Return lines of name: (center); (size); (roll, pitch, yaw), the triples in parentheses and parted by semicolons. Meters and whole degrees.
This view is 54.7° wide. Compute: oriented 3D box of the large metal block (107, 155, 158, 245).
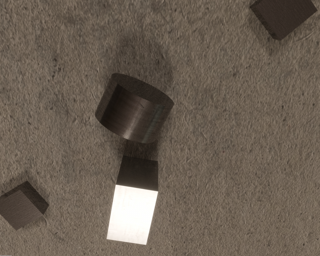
large metal block: (-0.035, 0.093, 0.414); (0.050, 0.080, 0.079); (10, 110, -4)

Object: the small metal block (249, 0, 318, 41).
small metal block: (0.143, -0.139, 0.361); (0.050, 0.025, 0.050); (-40, 106, 13)

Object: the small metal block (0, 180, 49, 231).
small metal block: (-0.200, 0.112, 0.448); (0.050, 0.025, 0.050); (-30, 108, 10)

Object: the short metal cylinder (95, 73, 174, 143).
short metal cylinder: (-0.030, -0.025, 0.371); (0.080, 0.080, 0.050); (24, 108, -9)
